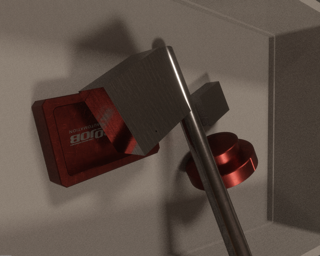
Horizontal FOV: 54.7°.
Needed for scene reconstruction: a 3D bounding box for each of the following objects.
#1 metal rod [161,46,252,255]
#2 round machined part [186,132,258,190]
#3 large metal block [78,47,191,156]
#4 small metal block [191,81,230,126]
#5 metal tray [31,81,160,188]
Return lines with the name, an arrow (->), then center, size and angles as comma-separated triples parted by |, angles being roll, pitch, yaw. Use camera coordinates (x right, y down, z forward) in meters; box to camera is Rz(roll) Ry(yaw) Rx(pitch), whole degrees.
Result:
metal rod -> 0.053, 0.034, 0.383 | 0.025, 0.025, 0.299 | -9, 74, -40
round machined part -> 0.081, 0.040, 0.430 | 0.099, 0.098, 0.042 | -38, 114, -34
large metal block -> -0.024, -0.028, 0.332 | 0.080, 0.050, 0.080 | -43, 117, -31
small metal block -> 0.074, -0.037, 0.472 | 0.050, 0.025, 0.050 | -39, 114, -33
metal tray -> -0.065, 0.002, 0.350 | 0.131, 0.030, 0.089 | -18, 102, -39
